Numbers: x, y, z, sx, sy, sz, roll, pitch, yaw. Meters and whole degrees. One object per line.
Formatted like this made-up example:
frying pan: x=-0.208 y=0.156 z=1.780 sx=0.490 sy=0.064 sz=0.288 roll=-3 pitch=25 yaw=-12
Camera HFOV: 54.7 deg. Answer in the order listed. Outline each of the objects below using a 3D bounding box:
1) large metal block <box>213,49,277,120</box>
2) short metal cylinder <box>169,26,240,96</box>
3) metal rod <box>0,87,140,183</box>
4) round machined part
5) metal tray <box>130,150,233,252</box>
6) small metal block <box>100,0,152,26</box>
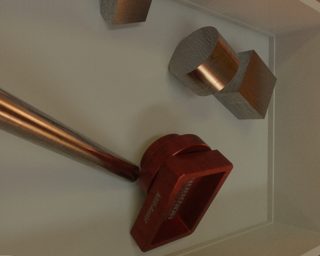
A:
large metal block: x=0.142 y=-0.069 z=0.512 sx=0.080 sy=0.050 sz=0.080 roll=36 pitch=68 yaw=-34
short metal cylinder: x=0.060 y=-0.090 z=0.423 sx=0.050 sy=0.080 sz=0.080 roll=37 pitch=67 yaw=-35
metal rod: x=-0.089 y=0.004 z=0.250 sx=0.300 sy=0.025 sz=0.025 roll=44 pitch=60 yaw=-61
round machined part: x=0.015 y=0.046 z=0.391 sx=0.099 sy=0.042 sz=0.097 roll=-24 pitch=139 yaw=-23
metal tray: x=0.026 y=0.089 z=0.381 sx=0.091 sy=0.030 sz=0.129 roll=-3 pitch=128 yaw=-40
small metal block: x=-0.036 y=-0.150 z=0.359 sx=0.050 sy=0.050 sz=0.025 roll=-23 pitch=61 yaw=-38
